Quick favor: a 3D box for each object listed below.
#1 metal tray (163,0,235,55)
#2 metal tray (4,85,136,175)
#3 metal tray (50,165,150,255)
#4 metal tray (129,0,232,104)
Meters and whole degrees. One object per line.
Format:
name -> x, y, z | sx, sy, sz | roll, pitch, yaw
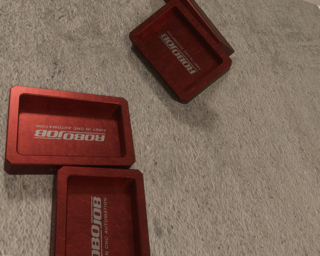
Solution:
metal tray -> 0.066, -0.173, 0.518 | 0.130, 0.030, 0.090 | 55, 24, 11
metal tray -> -0.098, 0.005, 0.345 | 0.131, 0.030, 0.090 | 4, 60, -27
metal tray -> -0.059, 0.105, 0.305 | 0.091, 0.030, 0.130 | 7, 59, -25
metal tray -> 0.029, -0.112, 0.453 | 0.090, 0.030, 0.130 | -39, 82, 1
